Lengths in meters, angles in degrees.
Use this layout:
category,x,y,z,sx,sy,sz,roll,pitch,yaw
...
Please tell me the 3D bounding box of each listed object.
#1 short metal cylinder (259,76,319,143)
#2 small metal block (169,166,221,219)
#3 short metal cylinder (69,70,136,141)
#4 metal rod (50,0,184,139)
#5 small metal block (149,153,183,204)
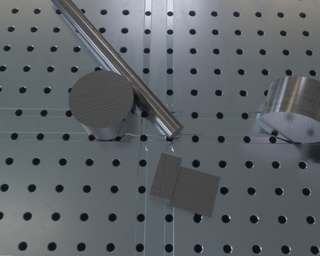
category,x,y,z,sx,sy,sz,roll,pitch,yaw
short metal cylinder,0.173,-0.021,0.392,0.080,0.080,0.050,20,72,7
small metal block,0.043,0.080,0.383,0.050,0.025,0.050,15,71,5
short metal cylinder,-0.073,-0.029,0.408,0.081,0.050,0.080,0,70,0
metal rod,-0.072,-0.104,0.448,0.025,0.025,0.300,-37,74,-12
small metal block,0.007,0.063,0.376,0.025,0.050,0.050,15,71,5
